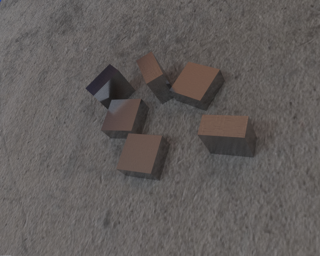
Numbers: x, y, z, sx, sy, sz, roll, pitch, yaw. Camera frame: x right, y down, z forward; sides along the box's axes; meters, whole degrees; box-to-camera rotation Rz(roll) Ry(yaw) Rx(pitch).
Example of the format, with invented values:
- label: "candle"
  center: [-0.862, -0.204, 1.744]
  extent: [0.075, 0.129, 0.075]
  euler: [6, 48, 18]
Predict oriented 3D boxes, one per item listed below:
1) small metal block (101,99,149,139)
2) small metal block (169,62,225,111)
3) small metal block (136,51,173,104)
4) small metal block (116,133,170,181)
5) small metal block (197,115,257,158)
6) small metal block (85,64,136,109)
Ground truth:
- label: "small metal block"
  center: [-0.048, -0.013, 0.436]
  extent: [0.050, 0.025, 0.050]
  euler: [1, 62, 28]
- label: "small metal block"
  center: [0.049, -0.056, 0.412]
  extent: [0.050, 0.025, 0.050]
  euler: [24, 74, 36]
- label: "small metal block"
  center: [-0.004, -0.069, 0.431]
  extent: [0.025, 0.050, 0.050]
  euler: [-30, 52, 9]
- label: "small metal block"
  center: [-0.021, 0.036, 0.391]
  extent: [0.050, 0.025, 0.050]
  euler: [3, 63, 29]
- label: "small metal block"
  center: [0.076, 0.009, 0.342]
  extent: [0.050, 0.050, 0.025]
  euler: [3, 64, 29]
- label: "small metal block"
  center: [-0.072, -0.057, 0.459]
  extent: [0.050, 0.050, 0.025]
  euler: [-47, 52, -4]
